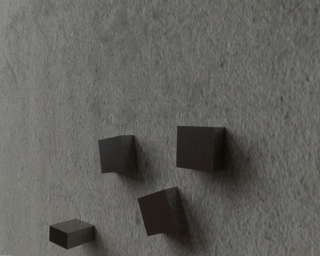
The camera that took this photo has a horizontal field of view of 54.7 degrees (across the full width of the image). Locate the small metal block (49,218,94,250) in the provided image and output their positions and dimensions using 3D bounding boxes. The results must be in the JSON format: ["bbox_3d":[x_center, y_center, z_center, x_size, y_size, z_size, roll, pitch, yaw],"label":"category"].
[{"bbox_3d":[-0.143,0.171,0.504,0.050,0.050,0.025,3,92,39],"label":"small metal block"}]

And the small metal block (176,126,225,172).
[{"bbox_3d":[0.047,0.023,0.364,0.050,0.025,0.050,2,92,39],"label":"small metal block"}]

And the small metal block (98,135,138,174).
[{"bbox_3d":[-0.062,0.039,0.454,0.050,0.025,0.050,-12,82,39],"label":"small metal block"}]

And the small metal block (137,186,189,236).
[{"bbox_3d":[0.003,0.108,0.401,0.050,0.025,0.050,-27,74,36],"label":"small metal block"}]
